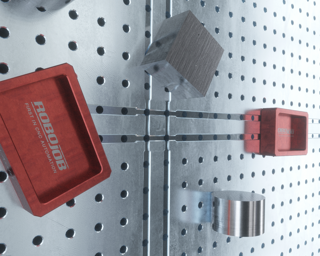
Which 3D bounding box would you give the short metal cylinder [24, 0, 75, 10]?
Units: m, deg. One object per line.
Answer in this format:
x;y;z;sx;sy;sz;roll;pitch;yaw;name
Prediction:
-0.106;-0.163;0.303;0.081;0.050;0.079;0;90;-40;short metal cylinder

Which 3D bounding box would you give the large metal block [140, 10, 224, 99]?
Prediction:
0.032;-0.095;0.420;0.080;0.050;0.080;37;67;-34;large metal block

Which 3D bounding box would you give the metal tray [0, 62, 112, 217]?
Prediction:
-0.112;0.009;0.311;0.091;0.030;0.129;-28;108;-36;metal tray

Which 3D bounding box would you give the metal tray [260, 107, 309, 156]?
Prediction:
0.249;0.009;0.614;0.131;0.030;0.089;3;88;-40;metal tray

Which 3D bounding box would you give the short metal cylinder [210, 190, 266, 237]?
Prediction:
0.118;0.128;0.473;0.081;0.080;0.050;2;89;-40;short metal cylinder
